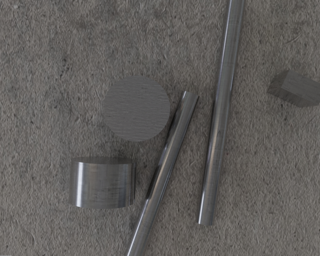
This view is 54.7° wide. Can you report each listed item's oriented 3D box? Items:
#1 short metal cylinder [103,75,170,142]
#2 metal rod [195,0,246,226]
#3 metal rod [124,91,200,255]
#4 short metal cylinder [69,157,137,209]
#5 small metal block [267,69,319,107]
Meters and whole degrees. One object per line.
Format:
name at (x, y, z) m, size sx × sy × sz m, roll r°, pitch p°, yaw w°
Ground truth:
short metal cylinder at (-0.028, -0.024, 0.397) m, size 0.081 × 0.050 × 0.080 m, roll 0°, pitch 90°, yaw 0°
metal rod at (0.080, -0.023, 0.410) m, size 0.025 × 0.025 × 0.298 m, roll 8°, pitch 90°, yaw 0°
metal rod at (-0.009, 0.096, 0.409) m, size 0.025 × 0.025 × 0.299 m, roll 19°, pitch 90°, yaw 0°
short metal cylinder at (-0.070, 0.064, 0.382) m, size 0.081 × 0.080 × 0.050 m, roll 3°, pitch 90°, yaw 0°
small metal block at (0.174, -0.049, 0.399) m, size 0.050 × 0.050 × 0.025 m, roll 25°, pitch 90°, yaw 0°
